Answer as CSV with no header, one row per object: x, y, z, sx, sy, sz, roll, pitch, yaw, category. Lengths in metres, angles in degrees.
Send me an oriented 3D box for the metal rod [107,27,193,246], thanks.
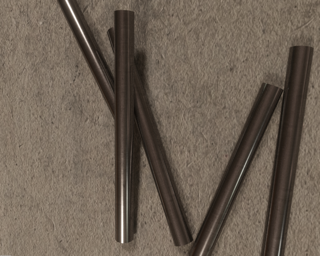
-0.015,0.006,0.413,0.025,0.025,0.299,-20,84,18,metal rod

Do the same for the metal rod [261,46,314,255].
0.143,0.057,0.358,0.025,0.025,0.298,8,93,19,metal rod

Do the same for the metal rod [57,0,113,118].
-0.116,-0.144,0.448,0.025,0.025,0.299,-29,81,17,metal rod

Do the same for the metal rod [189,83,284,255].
0.078,0.089,0.381,0.025,0.025,0.298,24,98,18,metal rod

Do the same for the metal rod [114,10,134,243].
-0.046,0.005,0.403,0.025,0.025,0.298,4,99,19,metal rod
